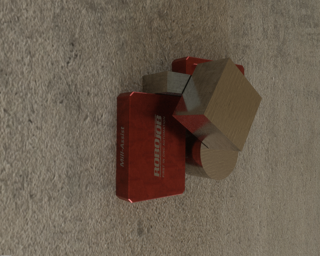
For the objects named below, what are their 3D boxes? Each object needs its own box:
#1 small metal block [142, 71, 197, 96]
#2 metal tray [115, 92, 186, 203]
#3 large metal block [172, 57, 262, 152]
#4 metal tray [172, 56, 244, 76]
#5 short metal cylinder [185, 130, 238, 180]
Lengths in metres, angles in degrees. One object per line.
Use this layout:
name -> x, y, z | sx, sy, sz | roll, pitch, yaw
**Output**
small metal block -> 0.012, -0.055, 0.400 | 0.050, 0.050, 0.025 | 1, 90, -40
metal tray -> -0.010, 0.023, 0.396 | 0.091, 0.030, 0.129 | 1, 90, -40
large metal block -> 0.073, -0.027, 0.384 | 0.080, 0.050, 0.080 | 40, 66, -33
metal tray -> 0.077, -0.054, 0.466 | 0.131, 0.030, 0.089 | -2, 92, -40
short metal cylinder -> 0.068, 0.032, 0.446 | 0.081, 0.050, 0.080 | 0, 91, -39
